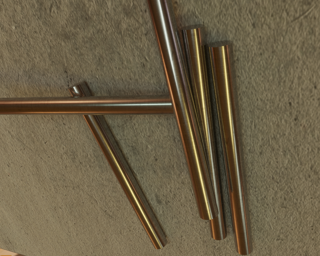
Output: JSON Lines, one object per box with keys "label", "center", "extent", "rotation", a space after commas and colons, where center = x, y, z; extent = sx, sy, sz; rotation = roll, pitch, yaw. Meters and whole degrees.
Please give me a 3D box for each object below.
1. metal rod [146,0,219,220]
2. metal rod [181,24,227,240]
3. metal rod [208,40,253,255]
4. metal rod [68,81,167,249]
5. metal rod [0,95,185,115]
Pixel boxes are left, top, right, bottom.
{"label": "metal rod", "center": [0.026, -0.027, 0.348], "extent": [0.025, 0.025, 0.298], "rotation": [-4, 112, 30]}
{"label": "metal rod", "center": [0.060, 0.025, 0.390], "extent": [0.025, 0.025, 0.298], "rotation": [3, 120, 27]}
{"label": "metal rod", "center": [0.092, 0.044, 0.385], "extent": [0.025, 0.025, 0.298], "rotation": [2, 119, 27]}
{"label": "metal rod", "center": [-0.058, 0.069, 0.479], "extent": [0.025, 0.025, 0.299], "rotation": [-12, 113, 33]}
{"label": "metal rod", "center": [-0.112, -0.030, 0.415], "extent": [0.301, 0.025, 0.025], "rotation": [1, 119, 16]}
